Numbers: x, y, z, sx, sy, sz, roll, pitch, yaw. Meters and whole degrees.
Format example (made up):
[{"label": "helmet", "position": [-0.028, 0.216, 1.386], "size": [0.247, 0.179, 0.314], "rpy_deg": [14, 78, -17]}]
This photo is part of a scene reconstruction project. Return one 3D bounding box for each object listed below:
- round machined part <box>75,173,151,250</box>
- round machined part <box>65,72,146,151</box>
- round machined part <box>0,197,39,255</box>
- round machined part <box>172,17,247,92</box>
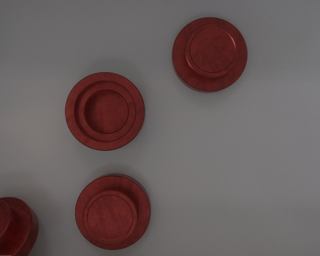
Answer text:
[{"label": "round machined part", "position": [-0.062, 0.111, 0.402], "size": [0.099, 0.042, 0.097], "rpy_deg": [0, 90, 0]}, {"label": "round machined part", "position": [-0.068, -0.021, 0.402], "size": [0.099, 0.042, 0.097], "rpy_deg": [0, 90, 0]}, {"label": "round machined part", "position": [-0.204, 0.126, 0.374], "size": [0.098, 0.042, 0.098], "rpy_deg": [-6, 47, 7]}, {"label": "round machined part", "position": [0.065, -0.096, 0.403], "size": [0.099, 0.042, 0.097], "rpy_deg": [0, 90, 0]}]
